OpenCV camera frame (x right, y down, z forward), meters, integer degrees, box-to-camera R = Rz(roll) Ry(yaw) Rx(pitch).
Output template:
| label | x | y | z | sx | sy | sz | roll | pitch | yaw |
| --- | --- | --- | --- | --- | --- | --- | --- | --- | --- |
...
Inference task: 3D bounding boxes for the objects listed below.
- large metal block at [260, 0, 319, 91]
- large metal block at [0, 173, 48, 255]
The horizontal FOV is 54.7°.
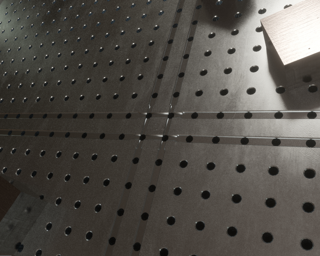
| label | x | y | z | sx | sy | sz | roll | pitch | yaw |
| --- | --- | --- | --- | --- | --- | --- | --- | --- | --- |
| large metal block | 0.174 | -0.102 | 0.363 | 0.080 | 0.050 | 0.080 | -21 | 54 | 15 |
| large metal block | -0.220 | 0.116 | 0.434 | 0.080 | 0.050 | 0.080 | 20 | 72 | 35 |
